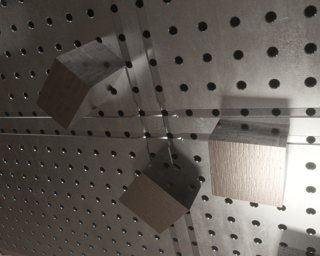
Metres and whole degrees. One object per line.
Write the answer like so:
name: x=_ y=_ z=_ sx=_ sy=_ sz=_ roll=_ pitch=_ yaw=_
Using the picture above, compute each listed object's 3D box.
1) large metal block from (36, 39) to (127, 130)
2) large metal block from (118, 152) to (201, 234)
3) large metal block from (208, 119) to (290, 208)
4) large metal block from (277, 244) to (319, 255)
large metal block: x=-0.098 y=-0.056 z=0.391 sx=0.050 sy=0.080 sz=0.080 roll=41 pitch=129 yaw=0
large metal block: x=-0.002 y=0.096 z=0.454 sx=0.080 sy=0.050 sz=0.080 roll=39 pitch=129 yaw=1
large metal block: x=0.105 y=0.039 z=0.363 sx=0.080 sy=0.050 sz=0.079 roll=5 pitch=121 yaw=25
large metal block: x=0.198 y=0.217 z=0.424 sx=0.080 sy=0.050 sz=0.079 roll=10 pitch=123 yaw=22
